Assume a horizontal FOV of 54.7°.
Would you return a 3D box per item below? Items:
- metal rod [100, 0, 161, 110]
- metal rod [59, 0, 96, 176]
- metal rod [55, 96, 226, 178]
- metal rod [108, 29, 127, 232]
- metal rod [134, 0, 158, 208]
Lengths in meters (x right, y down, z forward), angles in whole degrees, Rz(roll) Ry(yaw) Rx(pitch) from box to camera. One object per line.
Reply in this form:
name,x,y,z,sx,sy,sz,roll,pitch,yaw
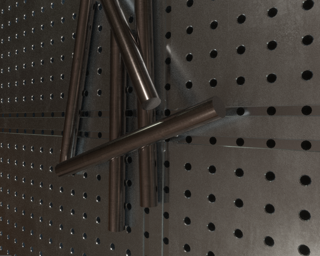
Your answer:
metal rod,-0.061,-0.153,0.433,0.025,0.025,0.299,-40,59,32
metal rod,-0.141,-0.065,0.522,0.025,0.025,0.298,16,100,38
metal rod,-0.049,0.023,0.413,0.299,0.025,0.025,-22,76,37
metal rod,-0.063,0.001,0.458,0.025,0.025,0.298,1,91,39
metal rod,-0.019,-0.044,0.422,0.025,0.025,0.298,-3,88,39
